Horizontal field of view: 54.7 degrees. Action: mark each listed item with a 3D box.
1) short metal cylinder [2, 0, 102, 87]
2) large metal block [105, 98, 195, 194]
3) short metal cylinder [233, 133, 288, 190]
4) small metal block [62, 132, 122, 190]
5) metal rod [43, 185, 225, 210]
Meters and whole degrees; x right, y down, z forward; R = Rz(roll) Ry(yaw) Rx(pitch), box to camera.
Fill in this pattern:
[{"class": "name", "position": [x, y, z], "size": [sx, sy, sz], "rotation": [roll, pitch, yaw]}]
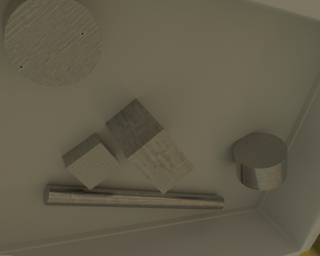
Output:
[{"class": "short metal cylinder", "position": [-0.100, -0.084, 0.286], "size": [0.081, 0.050, 0.079], "rotation": [-14, 125, -21]}, {"class": "large metal block", "position": [-0.013, 0.021, 0.381], "size": [0.050, 0.080, 0.080], "rotation": [-40, 130, -1]}, {"class": "short metal cylinder", "position": [0.161, 0.053, 0.496], "size": [0.080, 0.080, 0.050], "rotation": [-26, 128, -12]}, {"class": "small metal block", "position": [-0.085, 0.042, 0.390], "size": [0.050, 0.025, 0.050], "rotation": [-37, 130, -4]}, {"class": "metal rod", "position": [-0.018, 0.108, 0.467], "size": [0.302, 0.025, 0.025], "rotation": [11, 113, -34]}]
